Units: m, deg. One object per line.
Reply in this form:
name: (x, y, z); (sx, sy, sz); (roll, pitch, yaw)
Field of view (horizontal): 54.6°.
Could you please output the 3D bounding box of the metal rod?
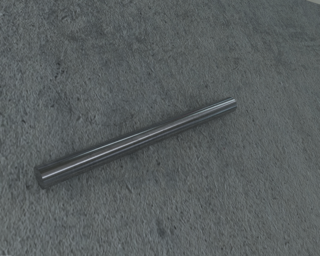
metal rod: (-0.005, 0.007, 0.396); (0.302, 0.025, 0.025); (-21, 73, -36)
